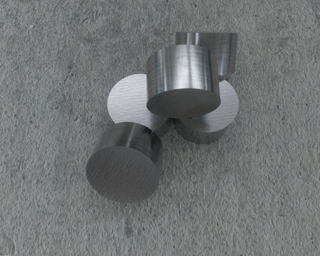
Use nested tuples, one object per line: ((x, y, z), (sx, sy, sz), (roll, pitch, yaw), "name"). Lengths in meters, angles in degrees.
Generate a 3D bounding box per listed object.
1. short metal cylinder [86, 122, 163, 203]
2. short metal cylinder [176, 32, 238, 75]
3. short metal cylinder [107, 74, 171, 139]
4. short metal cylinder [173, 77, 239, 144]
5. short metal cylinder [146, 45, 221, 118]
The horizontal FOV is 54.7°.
((-0.038, 0.040, 0.358), (0.080, 0.079, 0.050), (7, 31, 2), "short metal cylinder")
((0.061, -0.101, 0.410), (0.081, 0.080, 0.050), (1, 108, 0), "short metal cylinder")
((-0.024, -0.023, 0.403), (0.081, 0.050, 0.080), (0, 70, 0), "short metal cylinder")
((0.057, -0.024, 0.405), (0.081, 0.050, 0.080), (0, 70, 0), "short metal cylinder")
((0.025, -0.048, 0.345), (0.081, 0.080, 0.050), (-1, 70, -1), "short metal cylinder")
